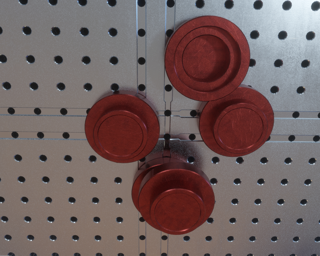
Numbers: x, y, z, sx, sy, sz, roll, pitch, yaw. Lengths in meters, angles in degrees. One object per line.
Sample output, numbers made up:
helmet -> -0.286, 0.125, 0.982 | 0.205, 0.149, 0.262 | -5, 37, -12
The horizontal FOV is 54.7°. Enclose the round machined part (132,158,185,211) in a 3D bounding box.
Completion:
round machined part -> 0.009, 0.095, 0.439 | 0.099, 0.042, 0.097 | 0, 110, -1

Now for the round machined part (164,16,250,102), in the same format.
round machined part -> 0.054, -0.084, 0.374 | 0.099, 0.042, 0.097 | 0, 110, -1

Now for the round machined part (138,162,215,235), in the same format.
round machined part -> 0.021, 0.096, 0.395 | 0.099, 0.042, 0.097 | 0, 111, -1

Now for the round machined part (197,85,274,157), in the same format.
round machined part -> 0.100, -0.005, 0.404 | 0.099, 0.042, 0.097 | 0, 110, -1

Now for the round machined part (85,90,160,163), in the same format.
round machined part -> -0.049, 0.003, 0.405 | 0.099, 0.042, 0.097 | 0, 110, -1
